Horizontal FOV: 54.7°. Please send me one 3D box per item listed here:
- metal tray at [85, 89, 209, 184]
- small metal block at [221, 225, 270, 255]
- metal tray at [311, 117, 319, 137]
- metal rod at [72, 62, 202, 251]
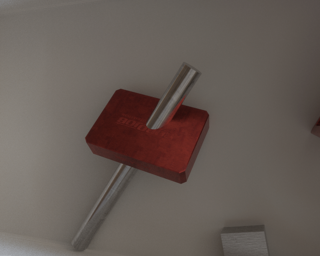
[{"bbox_3d":[-0.014,0.006,0.387,0.130,0.030,0.090,16,59,19],"label":"metal tray"},{"bbox_3d":[0.104,0.147,0.374,0.050,0.025,0.050,-10,87,19],"label":"small metal block"},{"bbox_3d":[0.202,-0.043,0.305,0.030,0.090,0.129,31,100,17],"label":"metal tray"},{"bbox_3d":[-0.040,0.049,0.403,0.025,0.025,0.298,38,109,15],"label":"metal rod"}]
